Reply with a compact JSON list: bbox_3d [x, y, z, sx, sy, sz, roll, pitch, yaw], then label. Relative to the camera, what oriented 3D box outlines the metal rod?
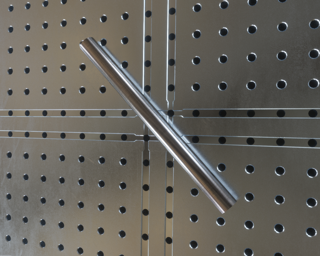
[{"bbox_3d":[-0.010,-0.012,0.417,0.025,0.025,0.300,-44,76,15],"label":"metal rod"}]
